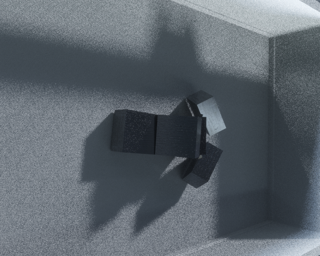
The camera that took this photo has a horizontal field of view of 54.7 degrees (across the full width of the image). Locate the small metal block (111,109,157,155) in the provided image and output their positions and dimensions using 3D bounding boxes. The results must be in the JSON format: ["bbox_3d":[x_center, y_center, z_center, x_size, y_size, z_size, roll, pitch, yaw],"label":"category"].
[{"bbox_3d":[-0.030,0.006,0.380,0.050,0.025,0.050,8,85,-40],"label":"small metal block"}]

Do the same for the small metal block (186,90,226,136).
[{"bbox_3d":[0.065,-0.023,0.442,0.025,0.050,0.050,-27,111,-3],"label":"small metal block"}]

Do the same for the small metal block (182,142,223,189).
[{"bbox_3d":[0.059,0.053,0.437,0.025,0.050,0.050,31,66,1],"label":"small metal block"}]

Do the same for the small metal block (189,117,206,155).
[{"bbox_3d":[0.035,0.010,0.420,0.025,0.050,0.050,1,89,-40],"label":"small metal block"}]

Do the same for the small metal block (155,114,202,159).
[{"bbox_3d":[0.023,0.010,0.386,0.025,0.050,0.050,2,92,-72],"label":"small metal block"}]
